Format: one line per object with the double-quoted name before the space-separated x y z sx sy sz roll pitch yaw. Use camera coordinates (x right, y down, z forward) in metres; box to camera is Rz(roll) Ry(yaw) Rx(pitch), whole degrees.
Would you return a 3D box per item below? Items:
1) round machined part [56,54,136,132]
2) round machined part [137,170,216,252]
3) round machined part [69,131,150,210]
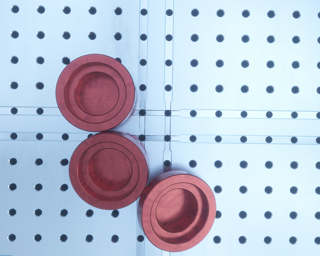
"round machined part" -0.080 -0.044 0.404 0.099 0.042 0.097 0 90 -1
"round machined part" 0.018 0.102 0.396 0.099 0.042 0.097 -2 95 -19
"round machined part" -0.062 0.051 0.400 0.099 0.042 0.097 0 98 3
